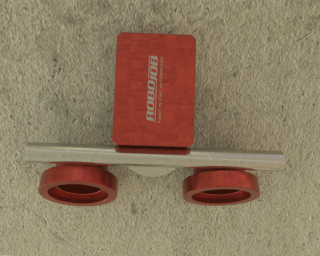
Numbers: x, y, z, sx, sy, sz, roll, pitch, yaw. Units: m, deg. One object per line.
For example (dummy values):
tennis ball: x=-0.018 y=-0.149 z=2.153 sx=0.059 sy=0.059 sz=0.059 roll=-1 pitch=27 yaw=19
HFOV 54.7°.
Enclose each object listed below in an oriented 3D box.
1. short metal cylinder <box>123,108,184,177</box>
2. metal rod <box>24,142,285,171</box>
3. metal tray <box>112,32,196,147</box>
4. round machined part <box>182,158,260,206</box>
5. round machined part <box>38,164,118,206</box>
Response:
short metal cylinder: x=-0.009 y=0.016 z=0.404 sx=0.081 sy=0.050 sz=0.079 roll=0 pitch=110 yaw=-1
metal rod: x=-0.005 y=0.035 z=0.371 sx=0.302 sy=0.025 sz=0.025 roll=2 pitch=110 yaw=-2
metal tray: x=-0.006 y=-0.043 z=0.364 sx=0.091 sy=0.030 sz=0.129 roll=2 pitch=84 yaw=-2
round machined part: x=0.079 y=0.071 z=0.411 sx=0.099 sy=0.042 sz=0.098 roll=0 pitch=153 yaw=0
round machined part: x=-0.105 y=0.068 z=0.408 sx=0.099 sy=0.042 sz=0.098 roll=-1 pitch=149 yaw=0
